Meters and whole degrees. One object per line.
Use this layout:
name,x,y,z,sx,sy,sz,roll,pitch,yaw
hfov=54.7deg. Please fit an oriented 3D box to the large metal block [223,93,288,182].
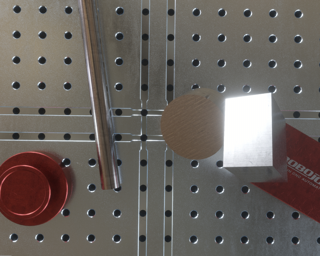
large metal block,0.113,0.015,0.359,0.050,0.080,0.080,-6,67,31

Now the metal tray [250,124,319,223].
metal tray,0.185,0.059,0.412,0.130,0.030,0.090,30,90,0

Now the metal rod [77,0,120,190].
metal rod,-0.084,-0.069,0.412,0.025,0.025,0.298,-7,90,0

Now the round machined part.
round machined part,-0.170,0.080,0.403,0.099,0.042,0.097,0,90,0

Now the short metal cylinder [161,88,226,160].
short metal cylinder,0.047,-0.007,0.386,0.080,0.050,0.079,6,108,20
